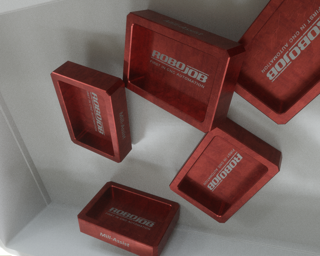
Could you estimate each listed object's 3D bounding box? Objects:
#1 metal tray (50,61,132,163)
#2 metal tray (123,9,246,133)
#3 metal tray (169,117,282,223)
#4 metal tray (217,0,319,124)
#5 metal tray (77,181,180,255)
[{"bbox_3d":[-0.088,-0.018,0.416,0.090,0.030,0.129,21,139,20],"label":"metal tray"},{"bbox_3d":[0.017,-0.063,0.331,0.130,0.030,0.089,32,131,30],"label":"metal tray"},{"bbox_3d":[0.079,0.057,0.398,0.090,0.030,0.129,34,129,5],"label":"metal tray"},{"bbox_3d":[0.126,-0.075,0.292,0.090,0.030,0.129,38,129,2],"label":"metal tray"},{"bbox_3d":[-0.046,0.136,0.473,0.130,0.090,0.030,14,124,20],"label":"metal tray"}]
